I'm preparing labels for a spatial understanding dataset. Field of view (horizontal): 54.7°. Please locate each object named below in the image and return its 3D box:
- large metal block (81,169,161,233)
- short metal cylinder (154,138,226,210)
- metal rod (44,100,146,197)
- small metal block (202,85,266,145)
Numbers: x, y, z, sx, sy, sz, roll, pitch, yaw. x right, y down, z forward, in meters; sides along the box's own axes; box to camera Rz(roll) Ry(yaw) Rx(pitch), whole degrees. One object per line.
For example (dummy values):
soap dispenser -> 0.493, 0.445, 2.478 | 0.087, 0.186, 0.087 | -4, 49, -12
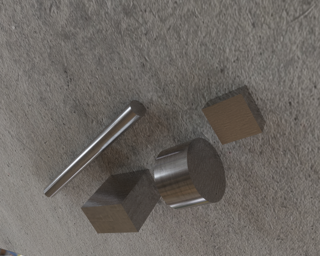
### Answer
large metal block -> -0.056, 0.111, 0.470 | 0.080, 0.080, 0.050 | -15, 111, 34
short metal cylinder -> 0.039, 0.057, 0.386 | 0.050, 0.080, 0.080 | -23, 106, 36
metal rod -> -0.119, 0.047, 0.498 | 0.025, 0.025, 0.299 | 47, 129, -5
small metal block -> 0.084, -0.014, 0.354 | 0.050, 0.025, 0.050 | -22, 107, 36
